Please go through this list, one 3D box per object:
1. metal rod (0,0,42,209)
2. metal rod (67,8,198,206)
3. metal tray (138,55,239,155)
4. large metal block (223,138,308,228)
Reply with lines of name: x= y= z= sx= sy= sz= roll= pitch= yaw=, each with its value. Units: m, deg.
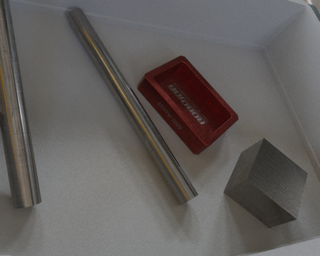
metal rod: x=-0.151 y=-0.074 z=0.296 sx=0.025 sy=0.025 sz=0.298 roll=-9 pitch=90 yaw=-33
metal rod: x=-0.042 y=-0.037 z=0.406 sx=0.025 sy=0.025 sz=0.299 roll=-23 pitch=74 yaw=-36
metal tray: x=0.042 y=-0.037 z=0.449 sx=0.130 sy=0.030 sz=0.091 roll=49 pitch=51 yaw=6
large metal block: x=0.146 y=0.075 z=0.425 sx=0.080 sy=0.050 sz=0.080 roll=39 pitch=51 yaw=-3
